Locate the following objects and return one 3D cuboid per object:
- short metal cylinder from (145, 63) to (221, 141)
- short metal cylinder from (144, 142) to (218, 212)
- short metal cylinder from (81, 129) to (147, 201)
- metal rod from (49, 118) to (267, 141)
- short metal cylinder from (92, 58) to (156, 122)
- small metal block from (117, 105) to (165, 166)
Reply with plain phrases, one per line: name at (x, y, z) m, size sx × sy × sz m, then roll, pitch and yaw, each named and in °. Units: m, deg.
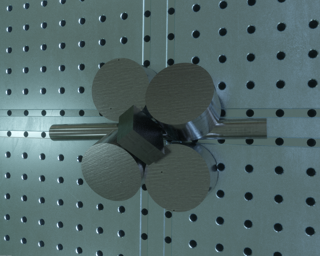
short metal cylinder at (0.029, -0.030, 0.371) m, size 0.080 × 0.050 × 0.080 m, roll -8°, pitch 64°, yaw 17°
short metal cylinder at (0.027, 0.058, 0.385) m, size 0.080 × 0.050 × 0.079 m, roll 0°, pitch 90°, yaw 20°
short metal cylinder at (-0.053, 0.046, 0.401) m, size 0.080 × 0.050 × 0.079 m, roll 6°, pitch 112°, yaw 16°
metal rod at (-0.016, 0.004, 0.414) m, size 0.301 × 0.025 × 0.025 m, roll -1°, pitch 90°, yaw 19°
short metal cylinder at (-0.042, -0.048, 0.410) m, size 0.080 × 0.050 × 0.079 m, roll 0°, pitch 90°, yaw 20°
small metal block at (-0.022, 0.008, 0.365) m, size 0.025 × 0.050 × 0.050 m, roll -38°, pitch 120°, yaw 22°
